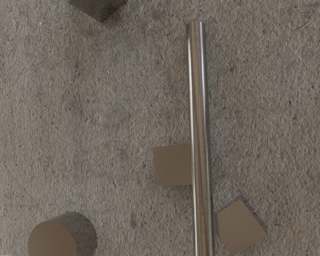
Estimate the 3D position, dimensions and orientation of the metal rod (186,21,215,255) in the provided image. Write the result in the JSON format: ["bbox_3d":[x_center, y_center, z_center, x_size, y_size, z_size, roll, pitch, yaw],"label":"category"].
[{"bbox_3d":[0.049,0.019,0.375,0.025,0.025,0.298,-4,83,19],"label":"metal rod"}]

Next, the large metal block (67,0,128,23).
[{"bbox_3d":[-0.100,-0.199,0.414,0.050,0.080,0.080,-35,79,16],"label":"large metal block"}]

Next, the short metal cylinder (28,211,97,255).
[{"bbox_3d":[-0.138,0.166,0.443,0.080,0.050,0.079,0,90,19],"label":"short metal cylinder"}]

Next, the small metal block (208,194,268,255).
[{"bbox_3d":[0.094,0.117,0.376,0.050,0.025,0.050,-39,78,15],"label":"small metal block"}]

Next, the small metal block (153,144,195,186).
[{"bbox_3d":[0.021,0.047,0.401,0.050,0.025,0.050,-6,88,19],"label":"small metal block"}]
